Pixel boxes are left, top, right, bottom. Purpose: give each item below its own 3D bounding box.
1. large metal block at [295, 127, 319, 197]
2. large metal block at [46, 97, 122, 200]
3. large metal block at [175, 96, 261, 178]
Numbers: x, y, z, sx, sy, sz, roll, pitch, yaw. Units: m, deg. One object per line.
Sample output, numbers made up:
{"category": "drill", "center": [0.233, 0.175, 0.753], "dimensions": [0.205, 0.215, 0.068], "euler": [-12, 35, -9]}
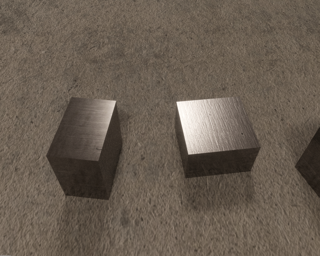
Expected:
{"category": "large metal block", "center": [0.213, 0.029, 0.346], "dimensions": [0.081, 0.080, 0.050], "euler": [-16, 52, -14]}
{"category": "large metal block", "center": [-0.078, 0.024, 0.347], "dimensions": [0.050, 0.080, 0.080], "euler": [5, 50, 4]}
{"category": "large metal block", "center": [0.065, 0.010, 0.379], "dimensions": [0.081, 0.050, 0.080], "euler": [-5, 50, -5]}
